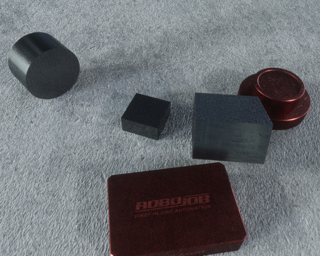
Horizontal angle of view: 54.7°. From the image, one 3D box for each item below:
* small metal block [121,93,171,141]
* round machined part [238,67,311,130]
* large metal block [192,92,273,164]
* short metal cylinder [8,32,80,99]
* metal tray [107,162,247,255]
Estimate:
[{"bbox_3d":[-0.018,-0.016,0.417,0.050,0.025,0.050,16,52,12],"label":"small metal block"},{"bbox_3d":[0.161,-0.048,0.434,0.099,0.042,0.098,0,50,0],"label":"round machined part"},{"bbox_3d":[0.081,-0.003,0.373,0.080,0.050,0.080,4,28,3],"label":"large metal block"},{"bbox_3d":[-0.163,-0.088,0.439,0.080,0.080,0.050,-35,59,-26],"label":"short metal cylinder"},{"bbox_3d":[0.013,0.088,0.326,0.131,0.030,0.090,-6,50,-6],"label":"metal tray"}]
